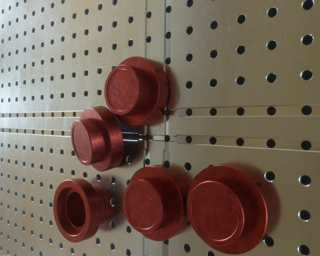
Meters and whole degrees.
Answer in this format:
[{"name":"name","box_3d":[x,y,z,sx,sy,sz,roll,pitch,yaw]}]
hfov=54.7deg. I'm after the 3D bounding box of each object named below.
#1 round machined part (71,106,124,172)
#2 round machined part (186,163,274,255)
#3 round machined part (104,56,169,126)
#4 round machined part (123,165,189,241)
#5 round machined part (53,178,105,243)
[{"name":"round machined part","box_3d":[-0.099,0.018,0.461,0.098,0.042,0.097,19,116,47]},{"name":"round machined part","box_3d":[0.069,0.089,0.340,0.098,0.042,0.097,0,90,39]},{"name":"round machined part","box_3d":[-0.039,-0.051,0.428,0.098,0.042,0.097,0,90,39]},{"name":"round machined part","box_3d":[-0.010,0.099,0.405,0.098,0.042,0.097,0,90,39]},{"name":"round machined part","box_3d":[-0.126,0.130,0.500,0.098,0.042,0.097,0,90,39]}]
